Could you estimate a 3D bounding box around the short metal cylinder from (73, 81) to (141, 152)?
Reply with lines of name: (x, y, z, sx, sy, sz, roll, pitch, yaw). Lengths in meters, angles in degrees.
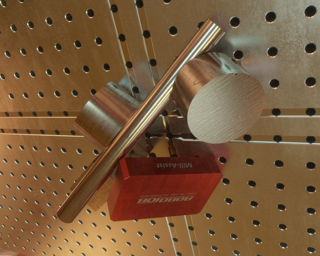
short metal cylinder: (-0.064, -0.014, 0.399, 0.050, 0.080, 0.080, 40, 129, 1)

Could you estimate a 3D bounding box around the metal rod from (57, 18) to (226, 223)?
metal rod: (-0.033, 0.005, 0.361, 0.025, 0.025, 0.299, 40, 108, 1)

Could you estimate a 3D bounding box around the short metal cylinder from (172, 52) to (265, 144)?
short metal cylinder: (0.058, -0.031, 0.319, 0.081, 0.050, 0.079, -9, 126, -12)

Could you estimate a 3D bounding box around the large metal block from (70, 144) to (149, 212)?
large metal block: (-0.073, 0.063, 0.450, 0.050, 0.080, 0.080, 43, 129, -2)

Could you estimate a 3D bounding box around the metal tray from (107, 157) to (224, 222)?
metal tray: (0.005, 0.078, 0.401, 0.131, 0.030, 0.089, 2, 131, -23)
